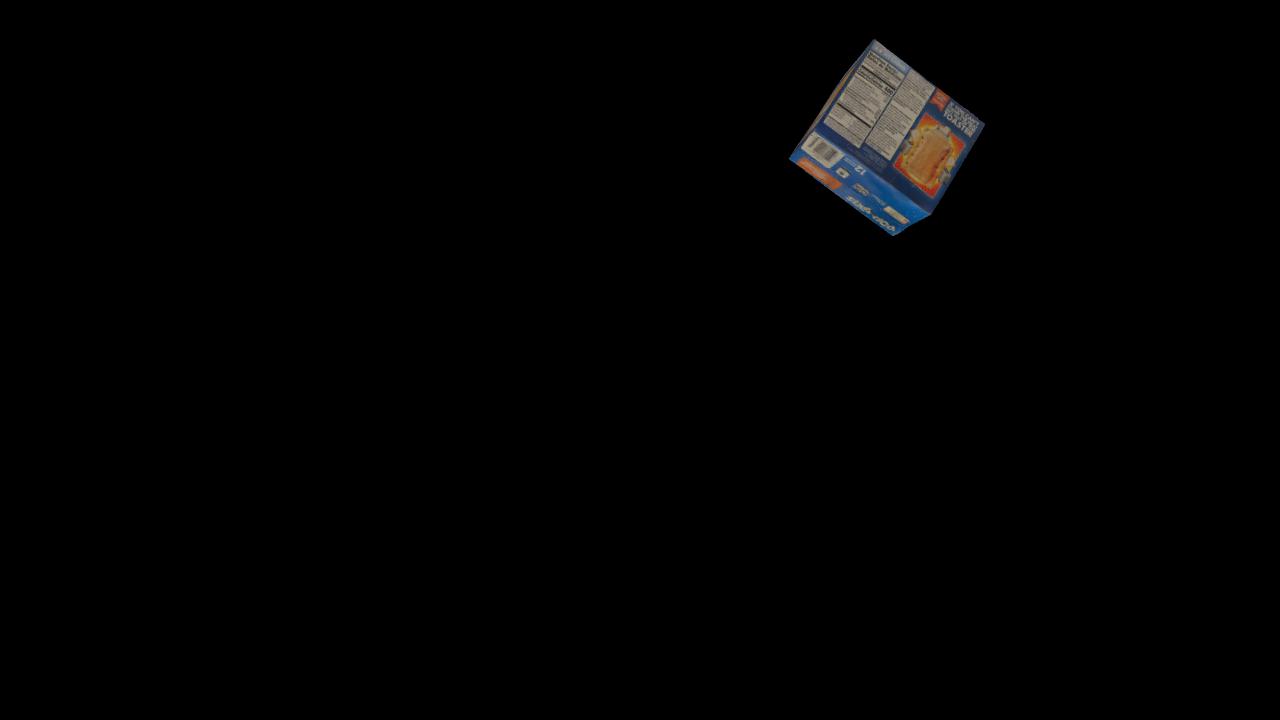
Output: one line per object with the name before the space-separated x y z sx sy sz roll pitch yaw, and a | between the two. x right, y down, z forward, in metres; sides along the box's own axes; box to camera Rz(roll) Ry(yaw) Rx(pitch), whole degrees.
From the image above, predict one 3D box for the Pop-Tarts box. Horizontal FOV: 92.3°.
Pop-Tarts box | 0.292 -0.261 0.737 0.167 0.141 0.083 34 -9 -5
